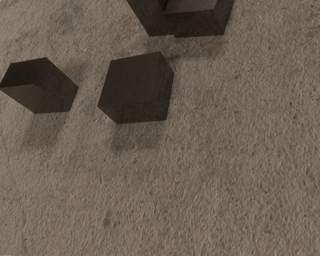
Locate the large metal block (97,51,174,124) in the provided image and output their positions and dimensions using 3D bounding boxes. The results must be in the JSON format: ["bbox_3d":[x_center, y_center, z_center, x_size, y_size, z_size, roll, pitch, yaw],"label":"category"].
[{"bbox_3d":[-0.032,-0.055,0.437,0.080,0.050,0.080,-4,60,26],"label":"large metal block"}]

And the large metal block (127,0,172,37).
[{"bbox_3d":[-0.001,-0.206,0.494,0.050,0.080,0.080,4,64,30],"label":"large metal block"}]

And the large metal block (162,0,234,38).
[{"bbox_3d":[0.061,-0.186,0.469,0.080,0.050,0.080,6,65,30],"label":"large metal block"}]

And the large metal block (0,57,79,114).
[{"bbox_3d":[-0.198,-0.067,0.511,0.080,0.080,0.050,-2,61,27],"label":"large metal block"}]
